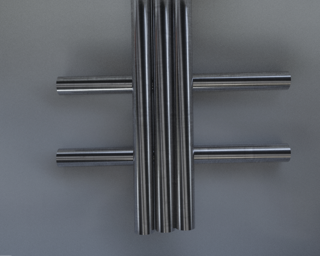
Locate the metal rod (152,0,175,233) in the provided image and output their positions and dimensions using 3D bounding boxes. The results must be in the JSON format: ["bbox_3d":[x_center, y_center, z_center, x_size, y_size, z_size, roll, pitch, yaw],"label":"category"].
[{"bbox_3d":[0.004,-0.023,0.384,0.025,0.025,0.298,-1,90,0],"label":"metal rod"}]

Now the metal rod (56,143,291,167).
[{"bbox_3d":[0.018,0.036,0.410,0.302,0.025,0.025,-1,90,0],"label":"metal rod"}]

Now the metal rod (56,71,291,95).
[{"bbox_3d":[0.018,-0.059,0.410,0.302,0.025,0.025,-1,90,0],"label":"metal rod"}]

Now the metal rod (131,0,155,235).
[{"bbox_3d":[-0.022,-0.021,0.384,0.025,0.025,0.298,-1,90,0],"label":"metal rod"}]

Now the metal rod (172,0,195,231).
[{"bbox_3d":[0.029,-0.026,0.384,0.025,0.025,0.298,-1,90,0],"label":"metal rod"}]
